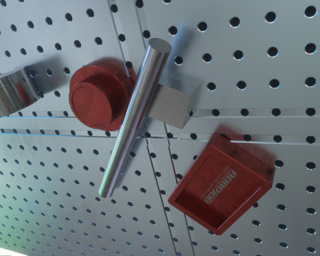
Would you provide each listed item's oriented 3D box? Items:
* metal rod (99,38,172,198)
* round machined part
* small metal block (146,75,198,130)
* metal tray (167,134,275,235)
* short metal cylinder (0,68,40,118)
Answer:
[{"bbox_3d":[-0.045,0.012,0.420,0.025,0.025,0.298,32,135,7],"label":"metal rod"},{"bbox_3d":[-0.083,-0.037,0.419,0.098,0.042,0.097,13,124,20],"label":"round machined part"},{"bbox_3d":[0.014,-0.033,0.383,0.050,0.025,0.050,22,127,14],"label":"small metal block"},{"bbox_3d":[0.077,0.080,0.415,0.090,0.030,0.129,33,129,6],"label":"metal tray"},{"bbox_3d":[-0.229,-0.052,0.461,0.080,0.080,0.050,-6,115,30],"label":"short metal cylinder"}]
